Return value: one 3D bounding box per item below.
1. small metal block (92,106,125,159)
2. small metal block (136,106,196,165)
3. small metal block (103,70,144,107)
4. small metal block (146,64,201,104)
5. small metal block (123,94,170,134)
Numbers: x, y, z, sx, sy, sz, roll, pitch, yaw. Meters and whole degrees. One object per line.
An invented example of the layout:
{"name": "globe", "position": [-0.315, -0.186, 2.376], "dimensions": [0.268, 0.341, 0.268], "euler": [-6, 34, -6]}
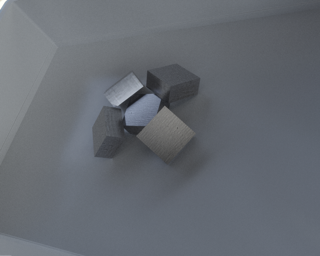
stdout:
{"name": "small metal block", "position": [-0.071, 0.006, 0.422], "dimensions": [0.050, 0.025, 0.050], "euler": [-53, 39, 42]}
{"name": "small metal block", "position": [0.007, 0.010, 0.379], "dimensions": [0.050, 0.025, 0.050], "euler": [42, 84, 4]}
{"name": "small metal block", "position": [-0.052, -0.058, 0.450], "dimensions": [0.050, 0.025, 0.050], "euler": [-37, 14, 4]}
{"name": "small metal block", "position": [0.017, -0.061, 0.416], "dimensions": [0.050, 0.025, 0.050], "euler": [-20, 43, -32]}
{"name": "small metal block", "position": [-0.019, -0.019, 0.424], "dimensions": [0.050, 0.025, 0.050], "euler": [2, 62, 29]}
